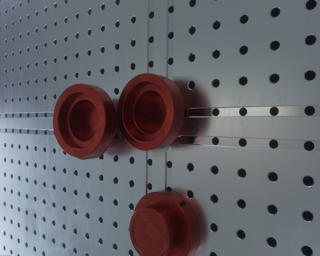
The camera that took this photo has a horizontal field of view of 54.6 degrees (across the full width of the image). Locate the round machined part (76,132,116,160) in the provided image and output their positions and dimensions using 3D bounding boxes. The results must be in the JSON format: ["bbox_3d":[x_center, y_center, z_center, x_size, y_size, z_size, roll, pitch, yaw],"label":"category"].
[{"bbox_3d":[-0.107,0.000,0.488,0.098,0.042,0.097,0,90,40],"label":"round machined part"}]

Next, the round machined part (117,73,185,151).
[{"bbox_3d":[-0.007,-0.020,0.405,0.098,0.042,0.097,0,90,40],"label":"round machined part"}]

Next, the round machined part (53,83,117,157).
[{"bbox_3d":[-0.097,-0.010,0.425,0.098,0.042,0.097,0,89,32],"label":"round machined part"}]

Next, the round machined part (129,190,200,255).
[{"bbox_3d":[-0.001,0.132,0.400,0.098,0.042,0.097,0,90,40],"label":"round machined part"}]
